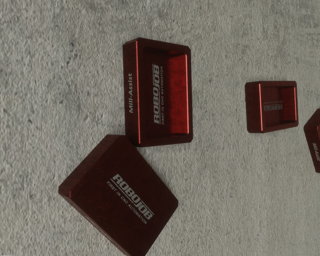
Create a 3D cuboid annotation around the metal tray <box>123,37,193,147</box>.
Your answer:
[{"bbox_3d":[0.000,-0.043,0.400,0.091,0.030,0.129,-3,92,-40],"label":"metal tray"}]

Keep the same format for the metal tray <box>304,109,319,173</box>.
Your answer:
[{"bbox_3d":[0.382,0.030,0.720,0.091,0.030,0.129,-39,114,-33],"label":"metal tray"}]

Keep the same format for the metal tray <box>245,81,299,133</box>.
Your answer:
[{"bbox_3d":[0.211,-0.041,0.577,0.131,0.030,0.089,-7,95,-40],"label":"metal tray"}]

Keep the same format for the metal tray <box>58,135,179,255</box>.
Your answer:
[{"bbox_3d":[-0.042,0.082,0.366,0.090,0.030,0.130,-51,120,-28],"label":"metal tray"}]
